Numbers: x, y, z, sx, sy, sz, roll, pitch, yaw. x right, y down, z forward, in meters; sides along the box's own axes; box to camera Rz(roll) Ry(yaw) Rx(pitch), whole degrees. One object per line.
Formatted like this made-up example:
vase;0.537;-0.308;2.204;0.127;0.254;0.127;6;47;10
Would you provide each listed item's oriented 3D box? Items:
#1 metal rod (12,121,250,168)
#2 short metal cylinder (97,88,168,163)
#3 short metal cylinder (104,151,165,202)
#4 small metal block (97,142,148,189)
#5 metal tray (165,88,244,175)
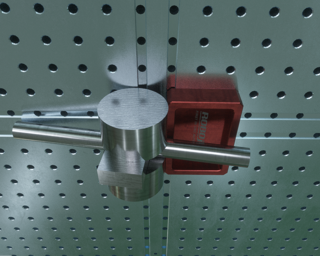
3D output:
metal rod;-0.040;0.020;0.397;0.302;0.025;0.025;7;131;6
short metal cylinder;-0.031;-0.005;0.369;0.081;0.080;0.050;1;130;-1
short metal cylinder;-0.034;0.052;0.418;0.081;0.080;0.050;1;130;-1
small metal block;-0.042;0.043;0.368;0.050;0.050;0.025;6;130;6
metal tray;0.053;0.009;0.417;0.091;0.030;0.129;1;130;-1
